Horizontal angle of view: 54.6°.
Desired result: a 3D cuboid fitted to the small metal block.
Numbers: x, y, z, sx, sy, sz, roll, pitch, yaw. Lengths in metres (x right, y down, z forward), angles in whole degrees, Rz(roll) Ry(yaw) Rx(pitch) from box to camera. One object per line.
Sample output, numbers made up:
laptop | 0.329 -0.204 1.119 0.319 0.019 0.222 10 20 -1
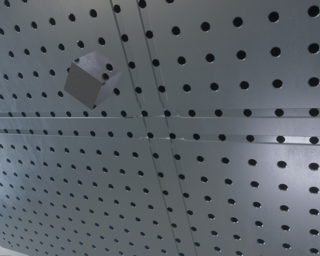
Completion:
small metal block | -0.099 -0.062 0.426 0.050 0.025 0.050 36 129 4
